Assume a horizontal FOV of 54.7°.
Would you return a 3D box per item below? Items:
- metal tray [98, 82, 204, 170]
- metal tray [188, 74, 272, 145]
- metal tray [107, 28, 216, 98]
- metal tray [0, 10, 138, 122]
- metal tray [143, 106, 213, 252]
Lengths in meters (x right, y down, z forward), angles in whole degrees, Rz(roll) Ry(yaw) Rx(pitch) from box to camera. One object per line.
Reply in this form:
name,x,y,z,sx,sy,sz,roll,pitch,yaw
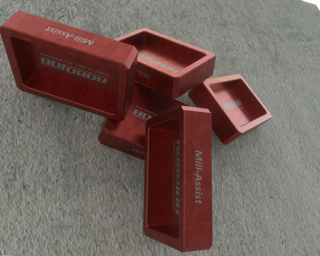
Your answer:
metal tray,-0.004,-0.001,0.402,0.131,0.030,0.090,23,53,-15
metal tray,0.109,-0.033,0.462,0.131,0.030,0.090,-19,71,-51
metal tray,-0.003,-0.093,0.421,0.130,0.030,0.091,29,45,27
metal tray,-0.094,-0.062,0.332,0.131,0.089,0.030,18,53,2
metal tray,0.015,0.049,0.318,0.030,0.090,0.129,5,80,-26
